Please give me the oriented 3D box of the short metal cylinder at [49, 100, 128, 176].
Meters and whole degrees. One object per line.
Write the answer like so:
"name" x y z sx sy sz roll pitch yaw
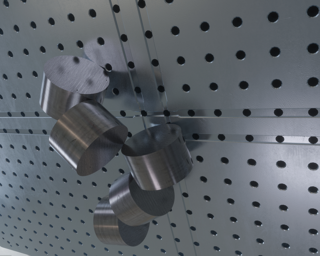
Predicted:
"short metal cylinder" -0.086 0.012 0.380 0.050 0.081 0.079 41 131 18

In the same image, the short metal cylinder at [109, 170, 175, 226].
"short metal cylinder" -0.026 0.096 0.449 0.080 0.080 0.050 48 129 -5

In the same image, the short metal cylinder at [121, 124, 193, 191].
"short metal cylinder" -0.003 0.036 0.399 0.080 0.080 0.050 -7 115 31

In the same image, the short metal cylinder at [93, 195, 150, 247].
"short metal cylinder" -0.060 0.147 0.498 0.050 0.080 0.080 -10 114 32

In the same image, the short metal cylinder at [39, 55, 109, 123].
"short metal cylinder" -0.112 -0.051 0.403 0.080 0.080 0.050 32 128 7
